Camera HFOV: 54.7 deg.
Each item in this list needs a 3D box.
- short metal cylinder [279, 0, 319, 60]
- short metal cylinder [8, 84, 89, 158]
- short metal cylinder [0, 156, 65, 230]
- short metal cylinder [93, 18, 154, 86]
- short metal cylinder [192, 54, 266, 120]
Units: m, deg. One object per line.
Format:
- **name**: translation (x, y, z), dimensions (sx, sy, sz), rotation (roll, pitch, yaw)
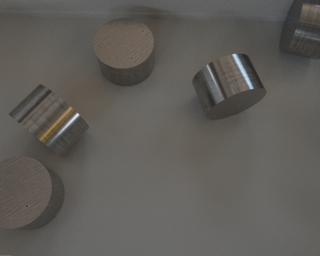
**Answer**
- **short metal cylinder**: translation (0.208, -0.141, 0.435), dimensions (0.050, 0.080, 0.080), rotation (14, 71, 4)
- **short metal cylinder**: translation (-0.135, -0.008, 0.382), dimensions (0.080, 0.080, 0.050), rotation (36, 74, 12)
- **short metal cylinder**: translation (-0.160, 0.078, 0.366), dimensions (0.081, 0.050, 0.080), rotation (0, 70, 0)
- **short metal cylinder**: translation (-0.048, -0.105, 0.434), dimensions (0.081, 0.050, 0.080), rotation (0, 70, 0)
- **short metal cylinder**: translation (0.088, -0.051, 0.400), dimensions (0.081, 0.080, 0.050), rotation (-18, 71, -7)
